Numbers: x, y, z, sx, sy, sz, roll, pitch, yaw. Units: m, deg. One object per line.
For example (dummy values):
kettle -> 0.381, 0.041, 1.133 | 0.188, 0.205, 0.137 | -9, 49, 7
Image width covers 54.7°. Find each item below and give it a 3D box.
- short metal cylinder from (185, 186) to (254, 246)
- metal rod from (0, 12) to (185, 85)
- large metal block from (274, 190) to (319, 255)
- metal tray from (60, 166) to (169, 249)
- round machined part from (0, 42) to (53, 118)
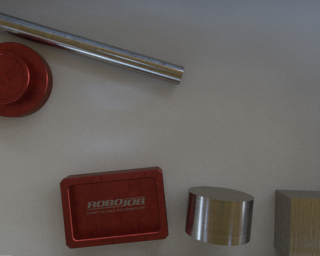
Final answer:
short metal cylinder -> 0.073, 0.106, 0.385 | 0.081, 0.080, 0.050 | 5, 90, -1
metal rod -> -0.116, -0.112, 0.409 | 0.302, 0.025, 0.025 | 16, 90, -1
large metal block -> 0.198, 0.126, 0.402 | 0.081, 0.050, 0.079 | 2, 90, -1
metal tray -> -0.058, 0.103, 0.408 | 0.131, 0.030, 0.089 | -6, 90, -1
round machined part -> -0.195, -0.063, 0.400 | 0.099, 0.042, 0.097 | 0, 90, -1
